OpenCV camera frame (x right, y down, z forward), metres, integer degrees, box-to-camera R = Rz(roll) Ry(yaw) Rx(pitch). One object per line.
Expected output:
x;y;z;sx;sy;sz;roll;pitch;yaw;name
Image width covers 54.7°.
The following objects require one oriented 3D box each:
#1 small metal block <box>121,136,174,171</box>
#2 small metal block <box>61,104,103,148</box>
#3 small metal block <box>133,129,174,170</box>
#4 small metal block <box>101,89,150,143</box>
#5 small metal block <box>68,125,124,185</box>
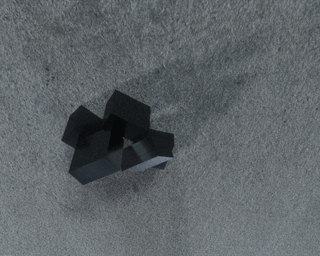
-0.018;0.034;0.388;0.050;0.025;0.050;-25;164;19;small metal block
-0.092;0.006;0.396;0.025;0.050;0.050;-37;121;27;small metal block
-0.012;0.029;0.433;0.050;0.025;0.050;12;129;-11;small metal block
-0.040;-0.014;0.380;0.050;0.050;0.025;26;125;-21;small metal block
-0.071;0.031;0.352;0.050;0.050;0.025;-23;127;18;small metal block
